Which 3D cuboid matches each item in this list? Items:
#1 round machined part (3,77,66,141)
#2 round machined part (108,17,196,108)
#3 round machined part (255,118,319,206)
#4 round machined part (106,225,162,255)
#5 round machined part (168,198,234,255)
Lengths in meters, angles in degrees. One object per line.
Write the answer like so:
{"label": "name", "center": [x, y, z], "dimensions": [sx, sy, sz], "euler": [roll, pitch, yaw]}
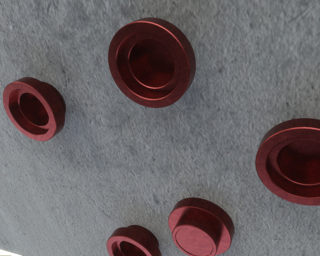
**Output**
{"label": "round machined part", "center": [-0.184, -0.032, 0.471], "dimensions": [0.098, 0.042, 0.097], "euler": [13, 124, 20]}
{"label": "round machined part", "center": [-0.006, -0.075, 0.351], "dimensions": [0.098, 0.042, 0.097], "euler": [13, 124, 20]}
{"label": "round machined part", "center": [0.157, 0.032, 0.333], "dimensions": [0.098, 0.042, 0.097], "euler": [13, 124, 20]}
{"label": "round machined part", "center": [-0.041, 0.211, 0.546], "dimensions": [0.098, 0.042, 0.097], "euler": [13, 124, 20]}
{"label": "round machined part", "center": [0.057, 0.155, 0.461], "dimensions": [0.098, 0.042, 0.097], "euler": [13, 124, 20]}
